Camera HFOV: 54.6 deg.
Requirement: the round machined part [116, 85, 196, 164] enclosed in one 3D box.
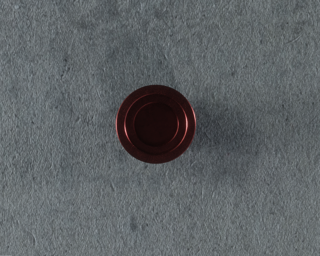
[{"bbox_3d":[-0.005,-0.005,0.401,0.099,0.042,0.097,0,90,0],"label":"round machined part"}]
